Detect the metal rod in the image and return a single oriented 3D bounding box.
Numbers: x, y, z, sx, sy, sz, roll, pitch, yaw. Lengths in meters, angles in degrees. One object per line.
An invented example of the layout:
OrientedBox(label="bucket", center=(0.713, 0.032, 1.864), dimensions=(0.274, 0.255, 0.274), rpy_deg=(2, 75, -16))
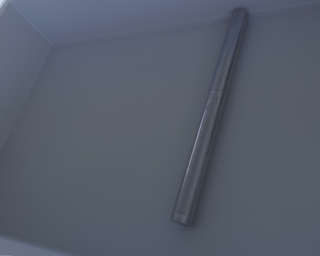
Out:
OrientedBox(label="metal rod", center=(0.069, -0.029, 0.386), dimensions=(0.025, 0.025, 0.300), rpy_deg=(6, 64, 30))
